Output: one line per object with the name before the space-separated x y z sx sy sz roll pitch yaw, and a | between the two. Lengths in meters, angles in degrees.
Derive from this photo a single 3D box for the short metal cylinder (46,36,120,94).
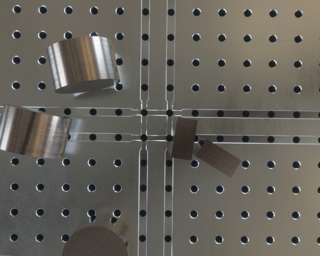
short metal cylinder | -0.094 -0.076 0.385 0.080 0.080 0.050 -11 90 0

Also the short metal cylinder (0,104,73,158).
short metal cylinder | -0.155 0.004 0.384 0.080 0.080 0.050 13 90 0

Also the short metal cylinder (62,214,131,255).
short metal cylinder | -0.079 0.159 0.400 0.081 0.050 0.079 0 90 0

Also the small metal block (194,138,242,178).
small metal block | 0.071 0.037 0.401 0.050 0.050 0.025 32 90 0

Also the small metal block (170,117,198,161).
small metal block | 0.030 0.013 0.401 0.025 0.050 0.050 9 90 0
